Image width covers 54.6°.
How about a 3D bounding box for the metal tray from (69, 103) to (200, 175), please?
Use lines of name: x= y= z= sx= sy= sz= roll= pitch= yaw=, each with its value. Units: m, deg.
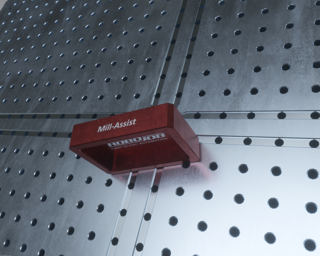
metal tray: x=-0.028 y=0.018 z=0.370 sx=0.130 sy=0.090 sz=0.030 roll=-12 pitch=57 yaw=22
